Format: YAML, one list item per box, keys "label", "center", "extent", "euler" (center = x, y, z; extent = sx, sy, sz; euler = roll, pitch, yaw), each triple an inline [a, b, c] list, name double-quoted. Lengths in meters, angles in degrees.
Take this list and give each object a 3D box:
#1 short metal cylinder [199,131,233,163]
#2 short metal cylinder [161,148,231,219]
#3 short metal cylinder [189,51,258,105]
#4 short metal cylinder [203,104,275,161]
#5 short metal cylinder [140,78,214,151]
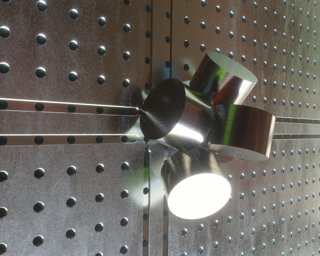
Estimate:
- label: "short metal cylinder"
  center: [0.074, 0.010, 0.453]
  extent: [0.081, 0.050, 0.080]
  euler: [1, 88, -39]
- label: "short metal cylinder"
  center: [0.045, 0.072, 0.403]
  extent: [0.081, 0.050, 0.079]
  euler: [-6, 125, -8]
- label: "short metal cylinder"
  center: [0.089, -0.066, 0.438]
  extent: [0.081, 0.080, 0.050]
  euler: [3, 128, -40]
- label: "short metal cylinder"
  center: [0.099, 0.007, 0.390]
  extent: [0.080, 0.080, 0.050]
  euler: [22, 76, -38]
- label: "short metal cylinder"
  center: [0.020, -0.016, 0.389]
  extent: [0.050, 0.080, 0.080]
  euler: [24, 75, -38]
